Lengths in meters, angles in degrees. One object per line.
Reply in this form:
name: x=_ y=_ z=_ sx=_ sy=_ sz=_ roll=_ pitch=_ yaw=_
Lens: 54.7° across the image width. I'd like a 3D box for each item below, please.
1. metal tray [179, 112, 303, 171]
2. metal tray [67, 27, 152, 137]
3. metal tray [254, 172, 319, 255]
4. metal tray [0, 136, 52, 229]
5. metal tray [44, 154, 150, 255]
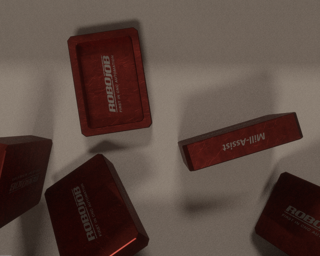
metal tray: x=0.091 y=0.015 z=0.380 sx=0.131 sy=0.090 sz=0.030 roll=-17 pitch=90 yaw=-1
metal tray: x=-0.064 y=-0.059 z=0.407 sx=0.091 sy=0.030 sz=0.129 roll=-9 pitch=90 yaw=-1
metal tray: x=0.189 y=0.118 z=0.366 sx=0.030 sy=0.130 sz=0.090 roll=26 pitch=90 yaw=-39
metal tray: x=-0.169 y=0.057 z=0.357 sx=0.030 sy=0.130 sz=0.089 roll=12 pitch=90 yaw=0
metal tray: x=-0.080 y=0.103 z=0.369 sx=0.090 sy=0.030 sz=0.130 roll=-35 pitch=49 yaw=-1
